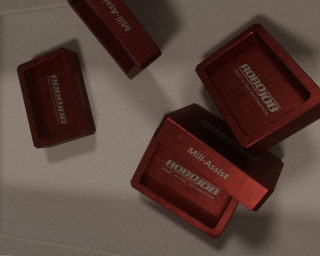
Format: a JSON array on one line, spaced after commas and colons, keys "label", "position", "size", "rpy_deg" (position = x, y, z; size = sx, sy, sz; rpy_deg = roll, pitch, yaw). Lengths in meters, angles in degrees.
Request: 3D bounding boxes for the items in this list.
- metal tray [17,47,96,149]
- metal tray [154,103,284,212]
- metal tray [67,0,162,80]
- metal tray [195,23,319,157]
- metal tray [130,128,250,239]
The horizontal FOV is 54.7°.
[{"label": "metal tray", "position": [-0.155, -0.043, 0.460], "size": [0.090, 0.030, 0.129], "rpy_deg": [-16, 85, 18]}, {"label": "metal tray", "position": [0.069, 0.025, 0.348], "size": [0.130, 0.091, 0.030], "rpy_deg": [36, 117, 16]}, {"label": "metal tray", "position": [-0.059, -0.123, 0.372], "size": [0.030, 0.090, 0.130], "rpy_deg": [-41, 100, -10]}, {"label": "metal tray", "position": [0.104, -0.045, 0.340], "size": [0.090, 0.030, 0.130], "rpy_deg": [-35, 52, 16]}, {"label": "metal tray", "position": [0.038, 0.065, 0.393], "size": [0.130, 0.030, 0.090], "rpy_deg": [29, 99, 17]}]
